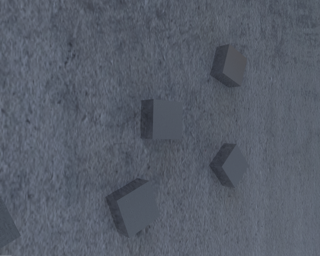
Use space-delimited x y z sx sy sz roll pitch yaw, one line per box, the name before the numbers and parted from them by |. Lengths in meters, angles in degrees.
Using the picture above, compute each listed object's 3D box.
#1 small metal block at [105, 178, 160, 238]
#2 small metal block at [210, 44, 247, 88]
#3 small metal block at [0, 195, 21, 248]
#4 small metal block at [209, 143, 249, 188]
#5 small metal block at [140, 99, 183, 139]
small metal block | -0.032 0.097 0.380 0.050 0.025 0.050 -26 107 -37
small metal block | 0.112 -0.099 0.501 0.050 0.025 0.050 25 75 -38
small metal block | -0.149 0.072 0.264 0.025 0.050 0.050 -30 109 -36
small metal block | 0.113 0.060 0.503 0.050 0.025 0.050 -50 120 -29
small metal block | 0.003 -0.010 0.409 0.050 0.025 0.050 2 89 -40
